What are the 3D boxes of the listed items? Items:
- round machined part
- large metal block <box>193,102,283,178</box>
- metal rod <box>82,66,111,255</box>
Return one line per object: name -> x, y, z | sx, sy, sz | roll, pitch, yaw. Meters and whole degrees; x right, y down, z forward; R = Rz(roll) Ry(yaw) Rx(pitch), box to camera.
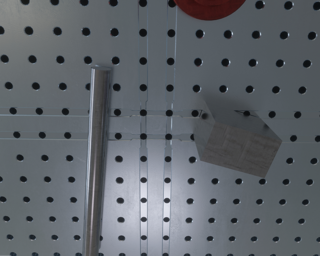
round machined part -> 0.057, -0.170, 0.342 | 0.099, 0.042, 0.097 | 0, 110, 0
large metal block -> 0.092, 0.012, 0.389 | 0.080, 0.080, 0.050 | 16, 109, -6
metal rod -> -0.091, 0.064, 0.436 | 0.025, 0.025, 0.298 | 6, 110, -3
